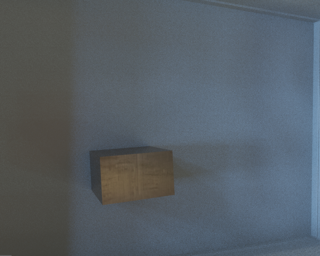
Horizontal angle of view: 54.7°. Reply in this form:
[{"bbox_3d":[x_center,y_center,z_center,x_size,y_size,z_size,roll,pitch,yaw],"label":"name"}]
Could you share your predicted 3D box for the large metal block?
[{"bbox_3d":[-0.036,0.052,0.369,0.081,0.080,0.050,-3,92,-20],"label":"large metal block"}]
